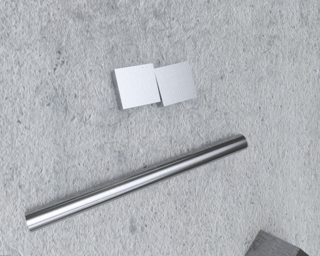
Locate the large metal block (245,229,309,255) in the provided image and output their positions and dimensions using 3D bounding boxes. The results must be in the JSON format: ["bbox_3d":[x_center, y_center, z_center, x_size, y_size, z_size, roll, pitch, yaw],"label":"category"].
[{"bbox_3d":[0.186,0.202,0.451,0.080,0.080,0.050,40,77,-16],"label":"large metal block"}]

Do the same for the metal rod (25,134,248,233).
[{"bbox_3d":[-0.015,0.064,0.404,0.302,0.025,0.025,-18,96,-20],"label":"metal rod"}]

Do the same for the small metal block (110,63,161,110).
[{"bbox_3d":[-0.032,-0.053,0.398,0.050,0.025,0.050,-13,95,-20],"label":"small metal block"}]

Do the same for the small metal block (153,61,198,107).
[{"bbox_3d":[0.017,-0.059,0.416,0.050,0.025,0.050,-17,96,-20],"label":"small metal block"}]
